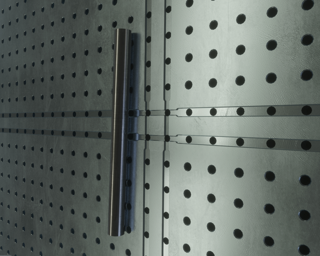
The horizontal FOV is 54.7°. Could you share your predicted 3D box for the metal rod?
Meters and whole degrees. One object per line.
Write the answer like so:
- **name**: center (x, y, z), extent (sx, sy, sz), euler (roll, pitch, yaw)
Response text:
- **metal rod**: center (-0.059, 0.008, 0.455), extent (0.025, 0.025, 0.298), euler (4, 92, 39)
